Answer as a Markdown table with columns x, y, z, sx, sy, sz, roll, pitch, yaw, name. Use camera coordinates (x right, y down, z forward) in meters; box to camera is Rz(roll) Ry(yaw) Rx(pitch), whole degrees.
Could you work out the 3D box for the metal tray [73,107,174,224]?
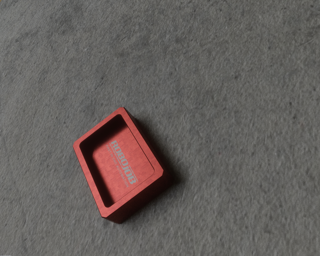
| x | y | z | sx | sy | sz | roll | pitch | yaw | name |
| --- | --- | --- | --- | --- | --- | --- | --- | --- | --- |
| -0.052 | 0.043 | 0.399 | 0.090 | 0.030 | 0.130 | -37 | 51 | 2 | metal tray |
